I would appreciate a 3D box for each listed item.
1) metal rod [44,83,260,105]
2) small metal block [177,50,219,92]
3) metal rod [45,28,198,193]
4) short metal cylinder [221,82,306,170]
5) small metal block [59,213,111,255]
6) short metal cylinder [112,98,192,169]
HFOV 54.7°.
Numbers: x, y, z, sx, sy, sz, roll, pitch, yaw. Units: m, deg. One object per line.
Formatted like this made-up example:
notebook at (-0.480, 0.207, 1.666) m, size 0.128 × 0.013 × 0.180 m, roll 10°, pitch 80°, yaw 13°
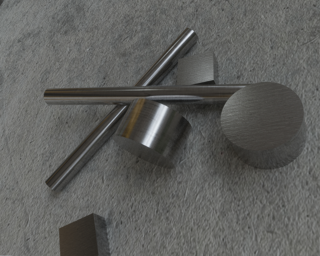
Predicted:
metal rod at (-0.024, -0.044, 0.416) m, size 0.301 × 0.025 × 0.025 m, roll 1°, pitch 62°, yaw 19°
small metal block at (0.052, -0.073, 0.421) m, size 0.050 × 0.025 × 0.050 m, roll -9°, pitch 58°, yaw 23°
metal rod at (-0.051, -0.030, 0.448) m, size 0.300 × 0.025 × 0.025 m, roll -48°, pitch 51°, yaw -6°
short metal cylinder at (0.111, -0.002, 0.331) m, size 0.080 × 0.050 × 0.080 m, roll -13°, pitch 56°, yaw 21°
small metal block at (-0.090, 0.137, 0.367) m, size 0.050 × 0.025 × 0.050 m, roll -26°, pitch 53°, yaw 11°
short metal cylinder at (-0.009, 0.008, 0.368) m, size 0.080 × 0.080 × 0.050 m, roll 15°, pitch 69°, yaw 34°
